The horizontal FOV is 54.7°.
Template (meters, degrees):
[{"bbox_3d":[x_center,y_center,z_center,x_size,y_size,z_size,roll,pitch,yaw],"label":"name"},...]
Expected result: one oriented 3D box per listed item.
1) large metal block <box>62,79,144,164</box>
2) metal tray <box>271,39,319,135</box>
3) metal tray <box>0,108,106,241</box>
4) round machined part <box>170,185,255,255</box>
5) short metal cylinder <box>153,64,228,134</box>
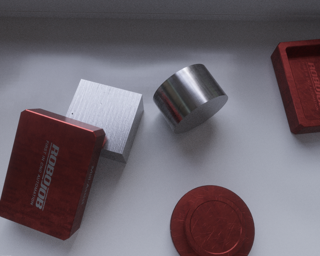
[{"bbox_3d":[-0.072,-0.008,0.398,0.080,0.050,0.080,15,71,5],"label":"large metal block"},{"bbox_3d":[0.217,-0.060,0.431,0.091,0.030,0.129,-6,70,-3],"label":"metal tray"},{"bbox_3d":[-0.125,0.051,0.356,0.090,0.030,0.129,18,98,7],"label":"metal tray"},{"bbox_3d":[0.061,0.115,0.359,0.099,0.042,0.098,0,70,-1],"label":"round machined part"},{"bbox_3d":[0.039,-0.036,0.394,0.080,0.080,0.050,-29,73,-10],"label":"short metal cylinder"}]
